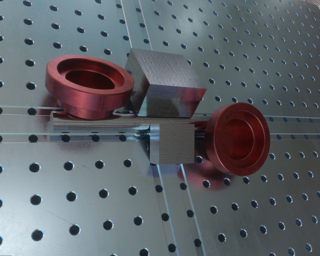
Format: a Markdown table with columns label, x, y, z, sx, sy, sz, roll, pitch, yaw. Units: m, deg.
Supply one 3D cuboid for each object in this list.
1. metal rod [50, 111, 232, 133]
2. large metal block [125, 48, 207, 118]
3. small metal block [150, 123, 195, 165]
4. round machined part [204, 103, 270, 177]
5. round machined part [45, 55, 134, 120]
| label | x | y | z | sx | sy | sz | roll | pitch | yaw |
| --- | --- | --- | --- | --- | --- | --- | --- | --- | --- |
| metal rod | 0.012 | -0.006 | 0.419 | 0.303 | 0.025 | 0.025 | 0 | 62 | -28 |
| large metal block | 0.003 | -0.060 | 0.415 | 0.081 | 0.050 | 0.080 | 1 | 43 | -28 |
| small metal block | 0.016 | 0.019 | 0.392 | 0.050 | 0.025 | 0.050 | 1 | 90 | -28 |
| round machined part | 0.101 | 0.016 | 0.426 | 0.099 | 0.042 | 0.097 | 2 | 86 | -28 |
| round machined part | -0.083 | -0.046 | 0.364 | 0.099 | 0.042 | 0.098 | 14 | 31 | -8 |
